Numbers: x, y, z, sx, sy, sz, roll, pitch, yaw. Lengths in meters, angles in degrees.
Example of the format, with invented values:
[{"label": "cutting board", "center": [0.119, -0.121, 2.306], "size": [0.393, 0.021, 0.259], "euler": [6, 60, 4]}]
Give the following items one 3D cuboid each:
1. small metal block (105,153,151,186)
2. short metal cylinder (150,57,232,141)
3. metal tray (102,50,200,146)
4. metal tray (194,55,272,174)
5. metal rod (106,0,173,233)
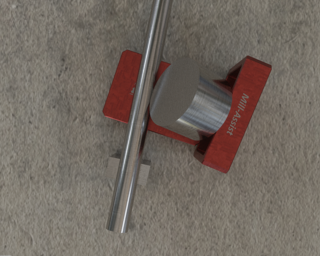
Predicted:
[{"label": "small metal block", "center": [-0.039, 0.052, 0.398], "size": [0.050, 0.050, 0.025], "euler": [13, 90, -1]}, {"label": "short metal cylinder", "center": [0.033, -0.031, 0.347], "size": [0.050, 0.080, 0.080], "euler": [23, 90, -33]}, {"label": "metal tray", "center": [0.002, -0.039, 0.408], "size": [0.131, 0.030, 0.090], "euler": [18, 90, -1]}, {"label": "metal tray", "center": [0.084, -0.015, 0.380], "size": [0.030, 0.090, 0.129], "euler": [23, 90, 0]}, {"label": "metal rod", "center": [-0.021, -0.030, 0.372], "size": [0.025, 0.025, 0.299], "euler": [11, 81, -1]}]
